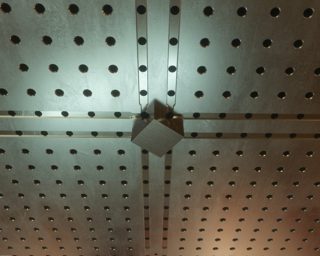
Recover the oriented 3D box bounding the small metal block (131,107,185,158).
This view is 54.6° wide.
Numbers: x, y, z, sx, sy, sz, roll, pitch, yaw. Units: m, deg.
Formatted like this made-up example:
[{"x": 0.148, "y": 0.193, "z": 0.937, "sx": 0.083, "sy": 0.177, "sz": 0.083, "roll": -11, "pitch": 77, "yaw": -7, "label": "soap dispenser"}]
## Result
[{"x": -0.003, "y": 0.007, "z": 0.417, "sx": 0.050, "sy": 0.025, "sz": 0.050, "roll": 31, "pitch": 124, "yaw": -24, "label": "small metal block"}]
